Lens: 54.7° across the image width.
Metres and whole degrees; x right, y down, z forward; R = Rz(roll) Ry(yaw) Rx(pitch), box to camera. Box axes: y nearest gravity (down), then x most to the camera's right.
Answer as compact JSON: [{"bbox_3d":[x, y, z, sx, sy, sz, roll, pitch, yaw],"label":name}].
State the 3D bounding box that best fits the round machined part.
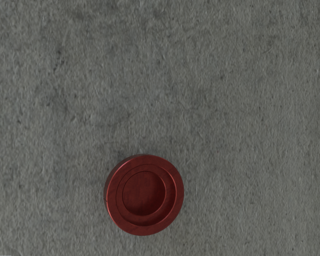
[{"bbox_3d":[-0.023,0.081,0.393,0.099,0.042,0.097,0,90,-21],"label":"round machined part"}]
